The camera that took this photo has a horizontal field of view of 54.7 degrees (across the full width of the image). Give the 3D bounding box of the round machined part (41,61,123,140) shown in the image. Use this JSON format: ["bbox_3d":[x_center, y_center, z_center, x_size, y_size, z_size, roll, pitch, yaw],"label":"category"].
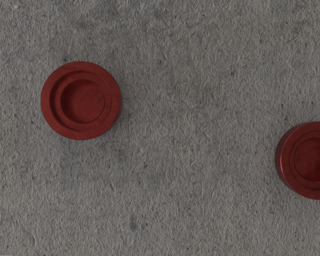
[{"bbox_3d":[-0.097,-0.034,0.401,0.099,0.042,0.097,0,90,0],"label":"round machined part"}]

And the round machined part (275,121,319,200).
[{"bbox_3d":[0.198,0.040,0.403,0.099,0.042,0.097,0,90,0],"label":"round machined part"}]
